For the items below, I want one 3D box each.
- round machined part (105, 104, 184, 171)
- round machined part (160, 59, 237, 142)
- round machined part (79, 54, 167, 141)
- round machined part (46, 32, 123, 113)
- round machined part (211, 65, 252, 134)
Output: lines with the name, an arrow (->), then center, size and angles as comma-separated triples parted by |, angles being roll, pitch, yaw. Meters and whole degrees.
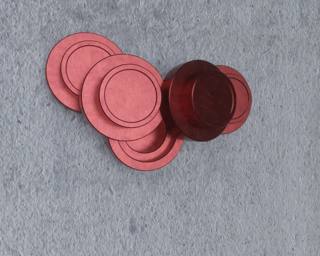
round machined part -> -0.022, 0.003, 0.394 | 0.099, 0.042, 0.097 | 0, 90, -21
round machined part -> 0.052, -0.032, 0.366 | 0.099, 0.042, 0.097 | 1, 88, -33
round machined part -> -0.037, -0.034, 0.343 | 0.099, 0.042, 0.097 | 0, 90, -21
round machined part -> -0.084, -0.066, 0.370 | 0.099, 0.042, 0.097 | 0, 90, -21
round machined part -> 0.088, -0.040, 0.435 | 0.099, 0.042, 0.097 | 0, 90, -21
